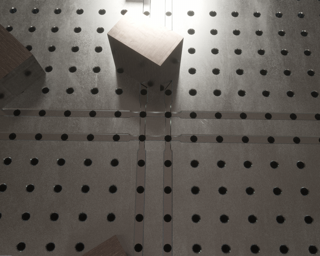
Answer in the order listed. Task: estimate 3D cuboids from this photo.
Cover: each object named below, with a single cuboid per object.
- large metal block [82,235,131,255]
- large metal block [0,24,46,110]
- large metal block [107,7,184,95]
[{"bbox_3d":[-0.061,0.173,0.334,0.080,0.050,0.080,-30,73,-11],"label":"large metal block"},{"bbox_3d":[-0.223,-0.087,0.427,0.080,0.050,0.080,42,75,13],"label":"large metal block"},{"bbox_3d":[-0.018,-0.101,0.419,0.080,0.080,0.050,33,73,11],"label":"large metal block"}]
